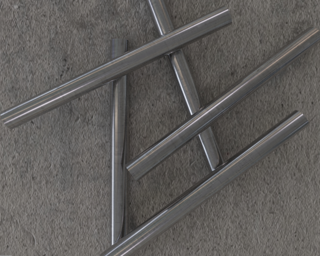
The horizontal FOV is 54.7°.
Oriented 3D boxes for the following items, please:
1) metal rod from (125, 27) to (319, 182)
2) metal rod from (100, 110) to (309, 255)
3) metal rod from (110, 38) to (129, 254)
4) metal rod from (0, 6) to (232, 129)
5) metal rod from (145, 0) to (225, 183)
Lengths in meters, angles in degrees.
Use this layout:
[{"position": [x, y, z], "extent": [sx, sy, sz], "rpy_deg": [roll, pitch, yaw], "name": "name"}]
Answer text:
[{"position": [0.085, -0.035, 0.389], "extent": [0.301, 0.025, 0.025], "rpy_deg": [-37, 90, -8], "name": "metal rod"}, {"position": [0.055, 0.077, 0.384], "extent": [0.301, 0.025, 0.025], "rpy_deg": [-36, 90, 0], "name": "metal rod"}, {"position": [-0.054, 0.034, 0.409], "extent": [0.025, 0.025, 0.298], "rpy_deg": [0, 90, 0], "name": "metal rod"}, {"position": [-0.053, -0.075, 0.383], "extent": [0.301, 0.025, 0.025], "rpy_deg": [-26, 90, 0], "name": "metal rod"}, {"position": [0.031, -0.069, 0.409], "extent": [0.025, 0.025, 0.299], "rpy_deg": [-21, 90, 0], "name": "metal rod"}]
